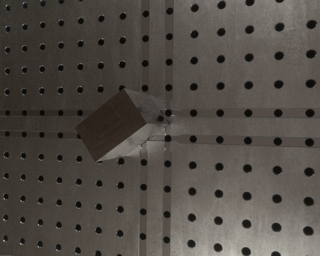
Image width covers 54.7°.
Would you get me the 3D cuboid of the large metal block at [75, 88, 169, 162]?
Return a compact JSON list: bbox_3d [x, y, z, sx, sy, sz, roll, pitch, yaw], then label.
[{"bbox_3d":[-0.046,-0.003,0.398,0.080,0.080,0.050,-36,79,16],"label":"large metal block"}]
